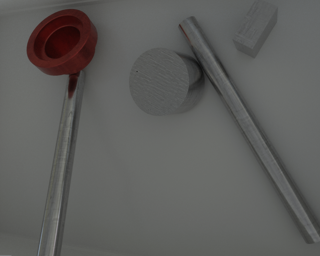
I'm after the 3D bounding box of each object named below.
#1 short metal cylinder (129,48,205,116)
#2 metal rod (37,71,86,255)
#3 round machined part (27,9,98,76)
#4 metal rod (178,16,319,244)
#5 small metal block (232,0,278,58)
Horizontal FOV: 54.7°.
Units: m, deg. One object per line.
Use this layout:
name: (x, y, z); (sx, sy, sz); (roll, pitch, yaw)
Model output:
short metal cylinder: (0.009, -0.056, 0.386); (0.080, 0.050, 0.079); (3, 97, 28)
metal rod: (-0.123, 0.055, 0.387); (0.025, 0.025, 0.299); (-10, 62, 19)
round machined part: (-0.131, -0.114, 0.434); (0.098, 0.042, 0.098); (-7, 64, 16)
metal rod: (0.105, -0.006, 0.373); (0.025, 0.025, 0.299); (-32, 80, 17)
small metal block: (0.111, -0.113, 0.358); (0.025, 0.050, 0.050); (33, 101, 17)
